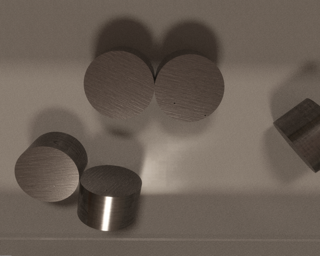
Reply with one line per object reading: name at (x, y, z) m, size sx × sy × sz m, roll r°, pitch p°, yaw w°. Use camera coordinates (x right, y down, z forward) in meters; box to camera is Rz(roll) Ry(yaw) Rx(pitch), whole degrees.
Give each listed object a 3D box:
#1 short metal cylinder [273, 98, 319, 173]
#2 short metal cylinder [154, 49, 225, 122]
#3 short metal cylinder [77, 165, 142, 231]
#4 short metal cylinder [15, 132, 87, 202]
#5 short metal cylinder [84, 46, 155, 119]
short metal cylinder at (0.189, 0.009, 0.388) m, size 0.050 × 0.080 × 0.080 m, roll -39°, pitch 106°, yaw 13°
short metal cylinder at (0.034, -0.053, 0.379) m, size 0.081 × 0.050 × 0.079 m, roll 0°, pitch 110°, yaw -1°
short metal cylinder at (-0.068, 0.091, 0.415) m, size 0.081 × 0.080 × 0.050 m, roll 9°, pitch 110°, yaw -4°
short metal cylinder at (-0.143, 0.051, 0.415) m, size 0.081 × 0.050 × 0.079 m, roll 0°, pitch 110°, yaw -1°
short metal cylinder at (-0.047, -0.056, 0.377) m, size 0.081 × 0.050 × 0.079 m, roll 0°, pitch 110°, yaw -1°
